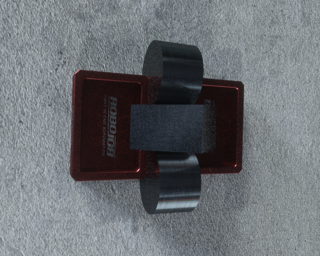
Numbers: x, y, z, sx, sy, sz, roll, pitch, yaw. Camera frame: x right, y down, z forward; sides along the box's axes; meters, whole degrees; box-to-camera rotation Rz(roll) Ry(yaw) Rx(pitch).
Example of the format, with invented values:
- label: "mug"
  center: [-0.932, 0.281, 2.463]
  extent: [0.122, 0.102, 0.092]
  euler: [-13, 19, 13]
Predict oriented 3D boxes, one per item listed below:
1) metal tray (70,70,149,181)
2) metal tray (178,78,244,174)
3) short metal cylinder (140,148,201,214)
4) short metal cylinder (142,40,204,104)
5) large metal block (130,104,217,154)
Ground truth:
- label: "metal tray"
  center: [-0.062, -0.002, 0.385]
  extent: [0.091, 0.030, 0.129]
  euler: [2, 90, -20]
- label: "metal tray"
  center: [0.070, -0.002, 0.434]
  extent: [0.091, 0.030, 0.129]
  euler: [2, 90, -20]
- label: "short metal cylinder"
  center: [0.010, 0.065, 0.385]
  extent: [0.050, 0.080, 0.080]
  euler: [2, 90, -20]
- label: "short metal cylinder"
  center: [0.013, -0.065, 0.386]
  extent: [0.050, 0.080, 0.080]
  euler: [2, 90, -20]
- label: "large metal block"
  center: [0.019, 0.000, 0.366]
  extent: [0.080, 0.080, 0.050]
  euler: [2, 90, 20]
